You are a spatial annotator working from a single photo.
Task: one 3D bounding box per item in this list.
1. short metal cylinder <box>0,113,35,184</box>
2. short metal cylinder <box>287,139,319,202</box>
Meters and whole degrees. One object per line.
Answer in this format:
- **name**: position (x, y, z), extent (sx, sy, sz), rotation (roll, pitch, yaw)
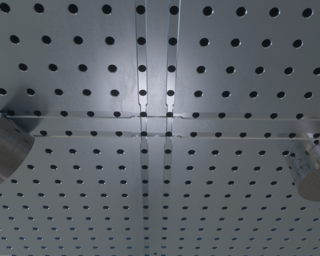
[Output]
- **short metal cylinder**: position (-0.209, 0.027, 0.396), extent (0.080, 0.080, 0.050), rotation (-30, 124, 23)
- **short metal cylinder**: position (0.234, 0.063, 0.451), extent (0.081, 0.050, 0.079), rotation (0, 130, 0)
